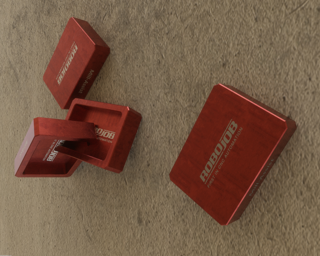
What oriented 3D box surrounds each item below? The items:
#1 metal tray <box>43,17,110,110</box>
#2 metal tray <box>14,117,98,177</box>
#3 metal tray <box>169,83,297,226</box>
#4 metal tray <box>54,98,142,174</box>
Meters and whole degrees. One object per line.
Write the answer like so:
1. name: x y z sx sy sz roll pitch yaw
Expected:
1. metal tray: -0.144 -0.106 0.521 0.090 0.030 0.129 51 120 28
2. metal tray: -0.164 0.035 0.481 0.129 0.091 0.030 -46 49 41
3. metal tray: 0.074 0.028 0.341 0.090 0.030 0.129 38 113 33
4. metal tray: -0.096 0.007 0.462 0.130 0.030 0.090 12 78 39
